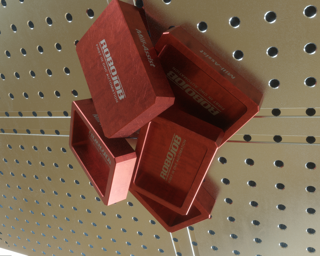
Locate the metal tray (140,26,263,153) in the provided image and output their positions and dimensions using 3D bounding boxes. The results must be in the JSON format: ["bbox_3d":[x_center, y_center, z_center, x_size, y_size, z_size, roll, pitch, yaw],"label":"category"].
[{"bbox_3d":[0.040,-0.041,0.360,0.130,0.030,0.089,40,129,0],"label":"metal tray"}]

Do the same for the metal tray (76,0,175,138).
[{"bbox_3d":[-0.045,-0.064,0.351,0.090,0.030,0.130,-34,69,38],"label":"metal tray"}]

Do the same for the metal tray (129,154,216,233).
[{"bbox_3d":[0.006,0.089,0.458,0.130,0.030,0.090,48,128,-6],"label":"metal tray"}]

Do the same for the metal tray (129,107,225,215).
[{"bbox_3d":[0.014,0.041,0.386,0.090,0.030,0.129,25,127,12],"label":"metal tray"}]

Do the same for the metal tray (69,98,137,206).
[{"bbox_3d":[-0.085,0.030,0.430,0.130,0.030,0.089,47,136,35],"label":"metal tray"}]
